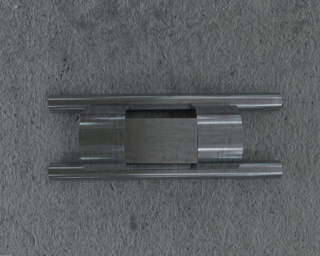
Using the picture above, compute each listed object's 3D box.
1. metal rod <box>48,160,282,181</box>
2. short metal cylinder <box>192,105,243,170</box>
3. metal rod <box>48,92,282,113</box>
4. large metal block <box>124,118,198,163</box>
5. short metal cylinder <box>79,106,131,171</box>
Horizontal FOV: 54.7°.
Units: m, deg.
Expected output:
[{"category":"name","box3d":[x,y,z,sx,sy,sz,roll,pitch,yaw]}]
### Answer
[{"category":"metal rod","box3d":[0.007,0.056,0.411,0.302,0.025,0.025,-1,90,0]},{"category":"short metal cylinder","box3d":[0.067,0.012,0.384,0.050,0.080,0.079,-1,90,0]},{"category":"metal rod","box3d":[0.007,-0.033,0.411,0.302,0.025,0.025,-1,90,0]},{"category":"large metal block","box3d":[0.001,0.014,0.381,0.081,0.080,0.050,0,90,0]},{"category":"short metal cylinder","box3d":[-0.064,0.012,0.383,0.050,0.080,0.079,-1,90,0]}]
